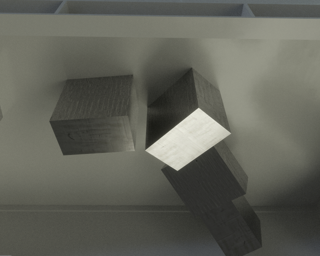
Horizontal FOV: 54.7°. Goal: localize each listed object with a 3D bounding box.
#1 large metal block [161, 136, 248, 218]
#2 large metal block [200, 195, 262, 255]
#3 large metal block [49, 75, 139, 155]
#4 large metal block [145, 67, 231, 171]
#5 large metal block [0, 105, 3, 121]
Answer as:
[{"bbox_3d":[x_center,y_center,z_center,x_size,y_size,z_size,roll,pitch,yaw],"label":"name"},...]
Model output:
[{"bbox_3d":[0.062,0.062,0.425,0.080,0.050,0.080,-33,94,24],"label":"large metal block"},{"bbox_3d":[0.105,0.131,0.457,0.050,0.080,0.080,-34,89,18],"label":"large metal block"},{"bbox_3d":[-0.070,-0.017,0.358,0.080,0.080,0.050,-4,130,3],"label":"large metal block"},{"bbox_3d":[0.029,-0.011,0.364,0.050,0.080,0.080,35,122,-26],"label":"large metal block"},{"bbox_3d":[-0.243,-0.033,0.362,0.081,0.050,0.079,6,130,-6],"label":"large metal block"}]
